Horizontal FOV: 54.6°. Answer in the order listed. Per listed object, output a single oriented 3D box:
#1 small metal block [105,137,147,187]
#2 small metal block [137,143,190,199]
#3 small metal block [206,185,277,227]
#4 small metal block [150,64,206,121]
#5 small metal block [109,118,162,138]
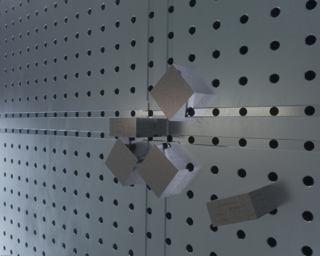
[{"bbox_3d":[-0.048,0.048,0.450,0.050,0.025,0.050,44,116,31],"label":"small metal block"},{"bbox_3d":[0.004,0.055,0.407,0.050,0.025,0.050,47,118,30],"label":"small metal block"},{"bbox_3d":[0.085,0.081,0.324,0.050,0.050,0.025,-25,74,37],"label":"small metal block"},{"bbox_3d":[0.021,-0.044,0.393,0.050,0.025,0.050,-48,61,29],"label":"small metal block"},{"bbox_3d":[-0.033,-0.001,0.421,0.050,0.050,0.025,2,91,40],"label":"small metal block"}]
